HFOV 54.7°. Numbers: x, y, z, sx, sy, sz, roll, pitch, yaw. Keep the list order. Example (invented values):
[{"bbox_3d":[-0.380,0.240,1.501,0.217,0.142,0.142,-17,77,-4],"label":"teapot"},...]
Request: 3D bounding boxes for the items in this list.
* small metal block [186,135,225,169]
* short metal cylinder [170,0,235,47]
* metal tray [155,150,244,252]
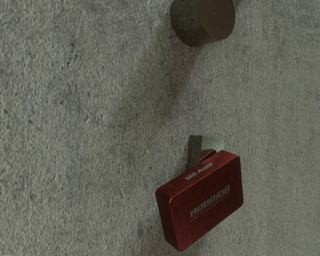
[{"bbox_3d":[0.068,0.039,0.462,0.050,0.025,0.050,11,83,-39],"label":"small metal block"},{"bbox_3d":[0.062,-0.160,0.439,0.081,0.050,0.080,0,90,-40],"label":"short metal cylinder"},{"bbox_3d":[0.060,0.097,0.431,0.131,0.030,0.089,-26,118,-30],"label":"metal tray"}]
